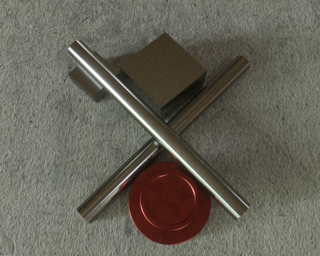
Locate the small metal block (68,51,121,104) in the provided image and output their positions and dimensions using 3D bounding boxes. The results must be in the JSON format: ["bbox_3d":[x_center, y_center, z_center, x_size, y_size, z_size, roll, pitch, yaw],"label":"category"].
[{"bbox_3d":[-0.090,-0.071,0.435,0.050,0.025,0.050,41,75,13],"label":"small metal block"}]

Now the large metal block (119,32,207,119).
[{"bbox_3d":[0.004,-0.069,0.422,0.080,0.050,0.080,-40,75,-14],"label":"large metal block"}]

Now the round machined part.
[{"bbox_3d":[0.012,0.087,0.368,0.099,0.042,0.098,0,70,-1],"label":"round machined part"}]

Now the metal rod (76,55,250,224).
[{"bbox_3d":[0.014,0.005,0.409,0.025,0.025,0.301,43,75,13],"label":"metal rod"}]

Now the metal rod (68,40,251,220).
[{"bbox_3d":[-0.011,-0.007,0.385,0.025,0.025,0.300,-42,76,-14],"label":"metal rod"}]
